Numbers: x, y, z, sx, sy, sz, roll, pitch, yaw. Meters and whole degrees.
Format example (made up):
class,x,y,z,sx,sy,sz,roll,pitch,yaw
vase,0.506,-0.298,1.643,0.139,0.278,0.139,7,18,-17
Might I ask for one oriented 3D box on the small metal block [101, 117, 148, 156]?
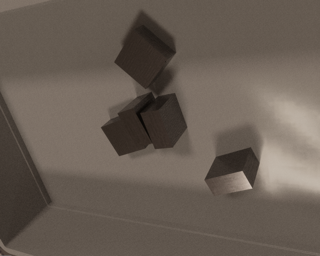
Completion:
class,x,y,z,sx,sy,sz,roll,pitch,yaw
small metal block,-0.046,0.008,0.436,0.050,0.025,0.050,-19,109,35

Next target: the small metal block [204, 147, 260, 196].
class,x,y,z,sx,sy,sz,roll,pitch,yaw
small metal block,0.089,0.053,0.378,0.050,0.050,0.025,-21,107,35

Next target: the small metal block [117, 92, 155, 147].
class,x,y,z,sx,sy,sz,roll,pitch,yaw
small metal block,-0.020,-0.011,0.395,0.025,0.050,0.050,-16,110,34

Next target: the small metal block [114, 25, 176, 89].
class,x,y,z,sx,sy,sz,roll,pitch,yaw
small metal block,-0.018,-0.083,0.366,0.050,0.025,0.050,41,129,0

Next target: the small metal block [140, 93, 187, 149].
class,x,y,z,sx,sy,sz,roll,pitch,yaw
small metal block,0.006,-0.009,0.382,0.025,0.050,0.050,-8,115,31
